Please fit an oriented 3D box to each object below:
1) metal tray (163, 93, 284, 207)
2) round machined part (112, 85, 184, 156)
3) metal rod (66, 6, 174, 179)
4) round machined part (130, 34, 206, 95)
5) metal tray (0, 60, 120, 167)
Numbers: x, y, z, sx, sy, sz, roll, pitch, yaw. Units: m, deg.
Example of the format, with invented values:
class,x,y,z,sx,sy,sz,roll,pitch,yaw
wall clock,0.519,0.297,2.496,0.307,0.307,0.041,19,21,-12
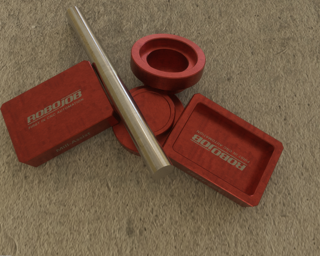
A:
class,x,y,z,sx,sy,sz,roll,pitch,yaw
metal tray,0.076,0.027,0.386,0.130,0.030,0.090,31,72,0
round machined part,-0.015,-0.014,0.406,0.099,0.042,0.098,0,70,0
metal rod,-0.064,-0.064,0.397,0.025,0.025,0.299,-26,59,-9
round machined part,0.009,-0.083,0.419,0.099,0.042,0.098,4,48,-5
metal tray,-0.129,-0.019,0.401,0.130,0.030,0.090,-29,70,-1
